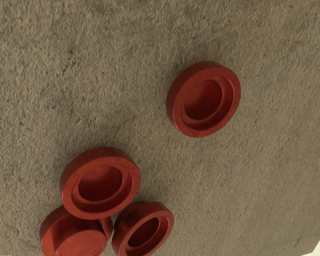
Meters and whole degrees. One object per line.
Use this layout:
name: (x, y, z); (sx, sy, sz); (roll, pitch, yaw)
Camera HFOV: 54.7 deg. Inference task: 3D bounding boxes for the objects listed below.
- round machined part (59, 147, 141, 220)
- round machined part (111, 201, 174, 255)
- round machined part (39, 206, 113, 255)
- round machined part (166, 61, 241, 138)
round machined part: (-0.077, 0.065, 0.394); (0.099, 0.042, 0.097); (-14, 124, -21)
round machined part: (-0.030, 0.149, 0.463); (0.099, 0.042, 0.097); (-24, 132, -29)
round machined part: (-0.112, 0.152, 0.428); (0.099, 0.042, 0.097); (-14, 124, -21)
round machined part: (0.051, -0.040, 0.399); (0.099, 0.042, 0.097); (-14, 124, -21)
